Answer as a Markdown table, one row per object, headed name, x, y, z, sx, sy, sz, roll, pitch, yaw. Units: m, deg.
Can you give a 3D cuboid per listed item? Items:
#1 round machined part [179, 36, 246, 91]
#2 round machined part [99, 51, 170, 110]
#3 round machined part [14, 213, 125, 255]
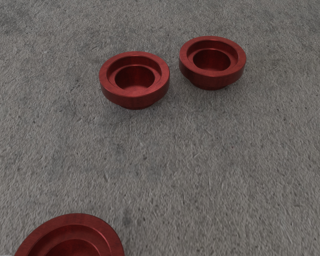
| name | x | y | z | sx | sy | sz | roll | pitch | yaw |
| --- | --- | --- | --- | --- | --- | --- | --- | --- | --- |
| round machined part | 0.078 | -0.095 | 0.472 | 0.099 | 0.042 | 0.098 | 0 | 50 | 0 |
| round machined part | -0.036 | -0.064 | 0.446 | 0.099 | 0.042 | 0.098 | 0 | 50 | 0 |
| round machined part | -0.079 | 0.132 | 0.281 | 0.099 | 0.042 | 0.098 | 0 | 50 | 0 |
